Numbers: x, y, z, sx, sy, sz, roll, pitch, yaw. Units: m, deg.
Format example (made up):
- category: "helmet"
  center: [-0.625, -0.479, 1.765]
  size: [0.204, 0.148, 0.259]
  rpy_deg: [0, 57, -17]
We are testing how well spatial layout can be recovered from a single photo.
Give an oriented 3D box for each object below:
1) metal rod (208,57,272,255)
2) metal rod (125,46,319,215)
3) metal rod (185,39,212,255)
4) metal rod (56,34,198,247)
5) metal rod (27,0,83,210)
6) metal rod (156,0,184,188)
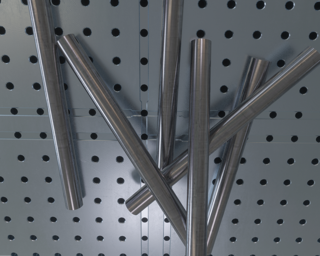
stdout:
- category: "metal rod"
  center: [0.097, 0.053, 0.433]
  size: [0.025, 0.025, 0.298]
  rpy_deg: [10, 110, -4]
- category: "metal rod"
  center: [0.070, 0.012, 0.390]
  size: [0.299, 0.025, 0.025]
  rpy_deg: [-42, 105, 14]
- category: "metal rod"
  center: [0.046, 0.044, 0.369]
  size: [0.025, 0.025, 0.299]
  rpy_deg: [2, 87, -1]
- category: "metal rod"
  center: [-0.035, 0.020, 0.382]
  size: [0.025, 0.025, 0.299]
  rpy_deg: [-32, 93, 11]
- category: "metal rod"
  center: [-0.133, -0.027, 0.402]
  size: [0.025, 0.025, 0.298]
  rpy_deg: [-3, 110, 1]
- category: "metal rod"
  center: [0.011, -0.050, 0.394]
  size: [0.025, 0.025, 0.298]
  rpy_deg: [2, 110, -1]
